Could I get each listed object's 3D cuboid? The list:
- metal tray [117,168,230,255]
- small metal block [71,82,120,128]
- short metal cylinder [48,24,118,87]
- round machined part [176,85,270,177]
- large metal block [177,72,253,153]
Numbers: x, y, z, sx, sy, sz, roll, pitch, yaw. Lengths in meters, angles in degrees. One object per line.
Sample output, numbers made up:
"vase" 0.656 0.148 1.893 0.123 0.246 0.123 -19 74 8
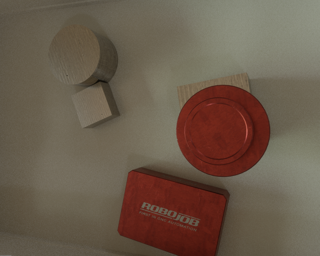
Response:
"metal tray" 0.016 0.110 0.402 0.130 0.030 0.089 12 94 19
"small metal block" -0.092 -0.032 0.441 0.050 0.025 0.050 -23 83 18
"short metal cylinder" -0.106 -0.097 0.433 0.080 0.050 0.079 0 90 19
"round machined part" 0.064 0.003 0.326 0.098 0.042 0.097 0 90 19
"large metal block" 0.071 -0.015 0.372 0.080 0.050 0.080 -9 87 19
